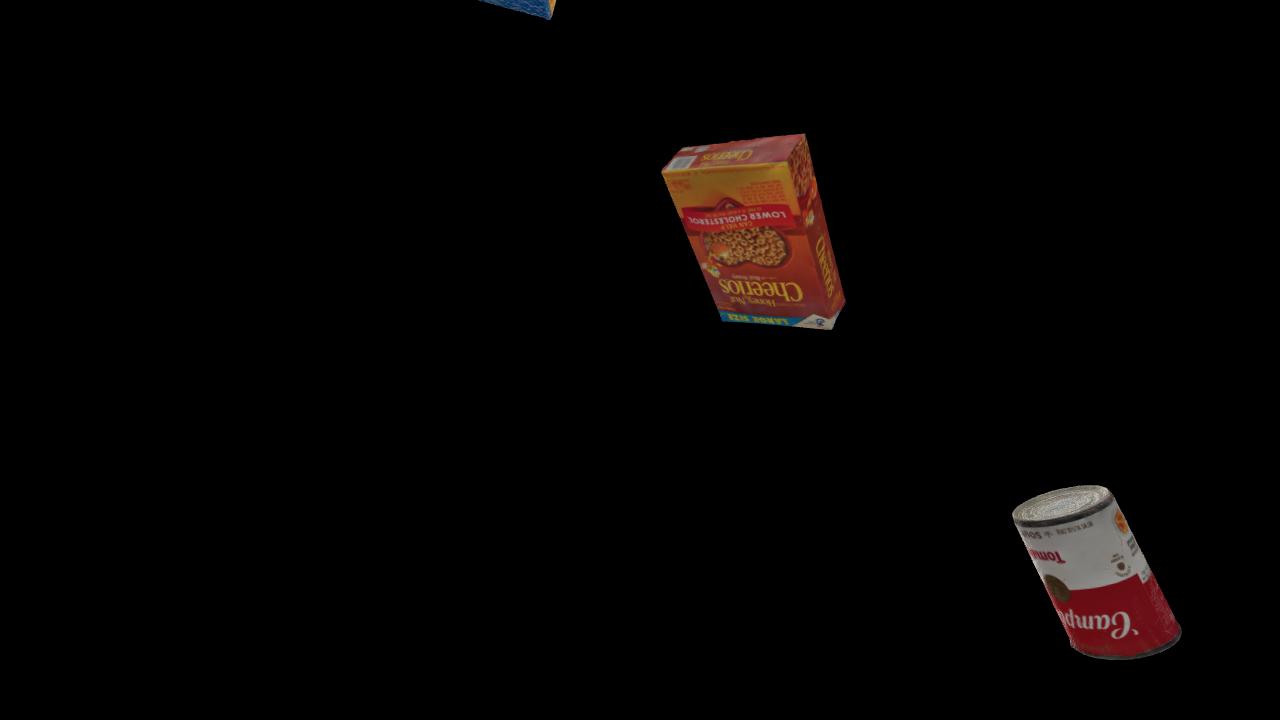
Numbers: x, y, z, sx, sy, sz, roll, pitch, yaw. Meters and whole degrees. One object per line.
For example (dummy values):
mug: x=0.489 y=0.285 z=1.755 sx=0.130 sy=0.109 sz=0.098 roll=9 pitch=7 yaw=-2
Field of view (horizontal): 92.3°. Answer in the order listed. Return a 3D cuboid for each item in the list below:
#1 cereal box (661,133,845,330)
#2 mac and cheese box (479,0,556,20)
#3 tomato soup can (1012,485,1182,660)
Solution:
cereal box: x=0.180 y=-0.181 z=0.940 sx=0.203 sy=0.081 sz=0.306 roll=9 pitch=-39 yaw=37
mac and cheese box: x=-0.145 y=-0.275 z=0.380 sx=0.184 sy=0.041 sz=0.093 roll=15 pitch=-3 yaw=0
tomato soup can: x=0.325 y=0.149 z=0.442 sx=0.068 sy=0.101 sz=0.068 roll=-21 pitch=-7 yaw=-3
